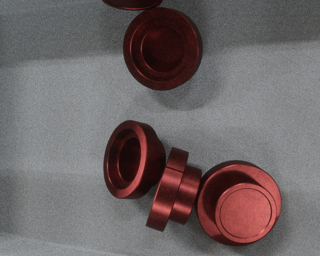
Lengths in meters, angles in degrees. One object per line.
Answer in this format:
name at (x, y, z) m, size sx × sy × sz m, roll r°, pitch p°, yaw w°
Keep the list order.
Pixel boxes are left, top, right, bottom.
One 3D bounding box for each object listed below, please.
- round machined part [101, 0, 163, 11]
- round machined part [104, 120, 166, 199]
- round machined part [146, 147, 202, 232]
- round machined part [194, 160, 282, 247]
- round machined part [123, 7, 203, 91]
round machined part at (-0.031, -0.161, 0.339) m, size 0.098 × 0.098 × 0.042 m, roll 1°, pitch 91°, yaw 20°
round machined part at (-0.029, 0.042, 0.396) m, size 0.098 × 0.042 × 0.098 m, roll -19°, pitch 65°, yaw 48°
round machined part at (0.019, 0.075, 0.367) m, size 0.042 × 0.098 × 0.097 m, roll 19°, pitch 97°, yaw 4°
round machined part at (0.090, 0.089, 0.350) m, size 0.099 × 0.042 × 0.097 m, roll -1°, pitch 97°, yaw -4°
round machined part at (0.006, -0.099, 0.390) m, size 0.098 × 0.042 × 0.097 m, roll 7°, pitch 109°, yaw 21°
